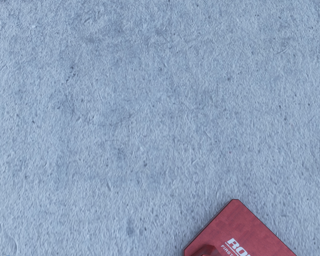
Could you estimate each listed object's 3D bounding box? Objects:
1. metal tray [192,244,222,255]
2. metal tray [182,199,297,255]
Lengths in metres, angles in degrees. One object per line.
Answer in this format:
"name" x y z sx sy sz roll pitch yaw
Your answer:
"metal tray" 0.056 0.199 0.310 0.090 0.030 0.130 -41 77 12
"metal tray" 0.100 0.157 0.349 0.090 0.030 0.130 -42 75 -14
